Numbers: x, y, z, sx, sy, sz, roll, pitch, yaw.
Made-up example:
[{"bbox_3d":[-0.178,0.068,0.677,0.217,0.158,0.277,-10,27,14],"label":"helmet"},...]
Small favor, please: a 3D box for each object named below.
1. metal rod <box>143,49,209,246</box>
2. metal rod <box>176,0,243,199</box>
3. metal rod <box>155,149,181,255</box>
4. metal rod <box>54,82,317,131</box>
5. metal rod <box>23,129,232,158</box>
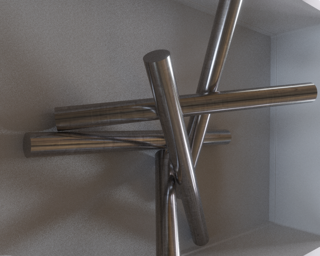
[{"bbox_3d":[0.029,0.049,0.369,0.025,0.025,0.298,-43,135,-31],"label":"metal rod"},{"bbox_3d":[0.057,-0.043,0.378,0.025,0.025,0.298,-7,118,-40],"label":"metal rod"},{"bbox_3d":[0.009,0.137,0.303,0.025,0.025,0.300,43,28,-32],"label":"metal rod"},{"bbox_3d":[0.040,-0.027,0.352,0.302,0.025,0.025,-7,95,-12],"label":"metal rod"},{"bbox_3d":[-0.012,0.015,0.395,0.302,0.025,0.025,-1,91,-40],"label":"metal rod"}]
